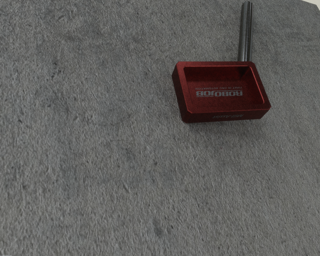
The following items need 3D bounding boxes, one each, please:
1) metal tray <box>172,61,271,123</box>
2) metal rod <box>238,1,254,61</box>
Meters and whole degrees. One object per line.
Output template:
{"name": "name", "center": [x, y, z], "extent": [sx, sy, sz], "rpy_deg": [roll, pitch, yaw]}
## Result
{"name": "metal tray", "center": [0.091, -0.056, 0.466], "extent": [0.131, 0.030, 0.090], "rpy_deg": [-3, 63, -15]}
{"name": "metal rod", "center": [0.159, -0.144, 0.580], "extent": [0.025, 0.025, 0.300], "rpy_deg": [24, 53, -14]}
